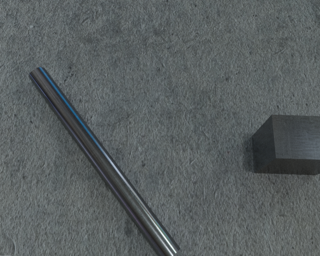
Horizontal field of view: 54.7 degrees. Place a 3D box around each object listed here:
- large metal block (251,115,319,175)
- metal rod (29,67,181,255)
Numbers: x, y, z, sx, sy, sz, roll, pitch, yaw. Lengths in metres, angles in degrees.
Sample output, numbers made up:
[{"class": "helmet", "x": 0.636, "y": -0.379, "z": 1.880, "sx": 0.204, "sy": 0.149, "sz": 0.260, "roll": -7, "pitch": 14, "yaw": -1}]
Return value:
[{"class": "large metal block", "x": 0.163, "y": 0.023, "z": 0.373, "sx": 0.081, "sy": 0.080, "sz": 0.050, "roll": 2, "pitch": 70, "yaw": 0}, {"class": "metal rod", "x": -0.079, "y": 0.035, "z": 0.394, "sx": 0.025, "sy": 0.025, "sz": 0.300, "roll": -36, "pitch": 74, "yaw": -12}]
